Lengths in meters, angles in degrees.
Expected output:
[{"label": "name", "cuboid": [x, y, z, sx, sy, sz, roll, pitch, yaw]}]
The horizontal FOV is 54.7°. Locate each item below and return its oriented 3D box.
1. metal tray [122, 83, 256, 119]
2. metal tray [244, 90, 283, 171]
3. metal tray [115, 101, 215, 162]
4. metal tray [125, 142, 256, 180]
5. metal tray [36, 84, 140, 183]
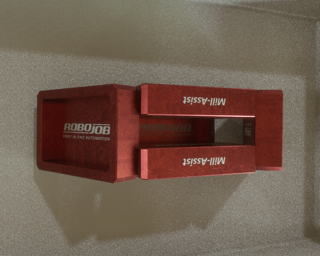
[{"label": "metal tray", "cuboid": [0.030, -0.027, 0.352, 0.131, 0.090, 0.030, 0, 90, -20]}, {"label": "metal tray", "cuboid": [0.129, 0.002, 0.402, 0.030, 0.130, 0.089, 1, 91, 10]}, {"label": "metal tray", "cuboid": [0.008, 0.003, 0.409, 0.131, 0.030, 0.089, 0, 90, -21]}, {"label": "metal tray", "cuboid": [0.029, 0.034, 0.353, 0.131, 0.090, 0.030, 0, 90, -21]}, {"label": "metal tray", "cuboid": [-0.080, 0.004, 0.325, 0.030, 0.130, 0.089, 0, 91, -52]}]
